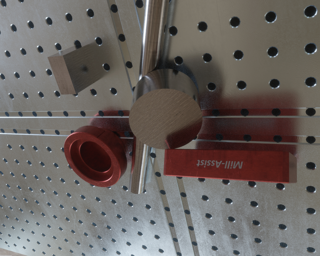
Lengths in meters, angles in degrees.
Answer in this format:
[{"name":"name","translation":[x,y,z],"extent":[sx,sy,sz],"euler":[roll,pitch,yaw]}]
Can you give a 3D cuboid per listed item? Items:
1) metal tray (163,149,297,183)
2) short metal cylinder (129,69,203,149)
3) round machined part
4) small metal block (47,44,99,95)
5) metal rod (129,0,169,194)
[{"name":"metal tray","translation":[0.081,0.043,0.352],"extent":[0.130,0.090,0.030],"euler":[-1,81,28]},{"name":"short metal cylinder","translation":[0.007,-0.022,0.359],"extent":[0.081,0.050,0.079],"euler":[0,125,1]},{"name":"round machined part","translation":[-0.092,0.038,0.471],"extent":[0.098,0.042,0.097],"euler":[13,124,20]},{"name":"small metal block","translation":[-0.112,-0.077,0.404],"extent":[0.025,0.050,0.050],"euler":[1,119,27]},{"name":"metal rod","translation":[-0.019,-0.027,0.402],"extent":[0.025,0.025,0.298],"euler":[20,126,16]}]
